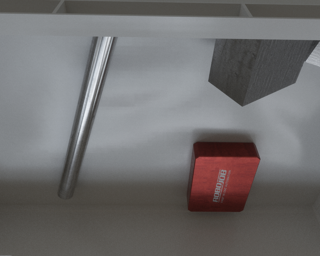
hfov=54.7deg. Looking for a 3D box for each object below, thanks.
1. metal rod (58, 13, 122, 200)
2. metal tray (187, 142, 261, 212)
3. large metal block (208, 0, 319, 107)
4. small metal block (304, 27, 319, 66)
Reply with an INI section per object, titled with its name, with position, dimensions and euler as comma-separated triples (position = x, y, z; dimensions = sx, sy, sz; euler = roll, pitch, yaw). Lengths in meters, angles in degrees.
[metal rod]
position = -0.101, -0.003, 0.404
dimensions = 0.025, 0.025, 0.298
euler = 15, 129, -13
[metal tray]
position = 0.092, 0.079, 0.474
dimensions = 0.091, 0.030, 0.129
euler = 1, 130, -1
[large metal block]
position = 0.100, -0.078, 0.302
dimensions = 0.081, 0.050, 0.079
euler = -23, 139, -26
[small metal block]
position = 0.189, -0.092, 0.334
dimensions = 0.050, 0.025, 0.050
euler = 14, 129, -12
